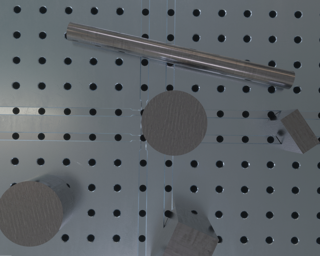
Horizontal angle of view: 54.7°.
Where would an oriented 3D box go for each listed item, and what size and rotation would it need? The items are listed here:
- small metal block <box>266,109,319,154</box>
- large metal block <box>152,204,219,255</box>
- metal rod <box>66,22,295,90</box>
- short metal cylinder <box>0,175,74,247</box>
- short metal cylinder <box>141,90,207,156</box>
[{"bbox_3d":[0.171,0.004,0.402,0.025,0.050,0.050,-34,90,0],"label":"small metal block"},{"bbox_3d":[0.027,0.151,0.386,0.050,0.080,0.080,25,90,0],"label":"large metal block"},{"bbox_3d":[0.028,-0.096,0.413,0.302,0.025,0.025,12,90,0],"label":"metal rod"},{"bbox_3d":[-0.158,0.104,0.400,0.081,0.050,0.079,0,90,0],"label":"short metal cylinder"},{"bbox_3d":[0.017,-0.006,0.401,0.081,0.050,0.079,0,90,0],"label":"short metal cylinder"}]
